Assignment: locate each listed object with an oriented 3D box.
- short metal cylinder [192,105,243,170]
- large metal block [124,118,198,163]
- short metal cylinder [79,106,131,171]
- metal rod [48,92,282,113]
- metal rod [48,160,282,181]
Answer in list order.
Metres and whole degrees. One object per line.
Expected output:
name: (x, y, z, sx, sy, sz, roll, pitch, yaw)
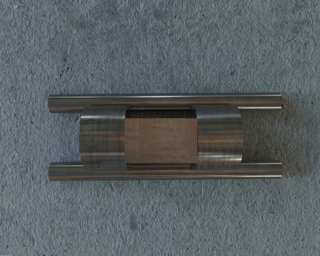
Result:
short metal cylinder: (0.067, 0.012, 0.384, 0.050, 0.080, 0.079, -1, 90, 0)
large metal block: (0.001, 0.014, 0.381, 0.081, 0.080, 0.050, 0, 90, 0)
short metal cylinder: (-0.064, 0.012, 0.383, 0.050, 0.080, 0.079, -1, 90, 0)
metal rod: (0.007, -0.033, 0.411, 0.302, 0.025, 0.025, -1, 90, 0)
metal rod: (0.007, 0.056, 0.411, 0.302, 0.025, 0.025, -1, 90, 0)
